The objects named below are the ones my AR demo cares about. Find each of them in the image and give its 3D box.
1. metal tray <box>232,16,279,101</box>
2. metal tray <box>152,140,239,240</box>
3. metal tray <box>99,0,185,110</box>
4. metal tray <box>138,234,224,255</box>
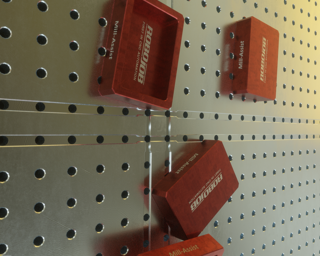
[{"bbox_3d":[0.170,-0.118,0.547,0.091,0.030,0.129,7,85,-40],"label":"metal tray"},{"bbox_3d":[0.057,0.088,0.453,0.131,0.030,0.090,-39,114,-33],"label":"metal tray"},{"bbox_3d":[-0.019,-0.094,0.388,0.091,0.030,0.129,14,81,-39],"label":"metal tray"},{"bbox_3d":[0.017,0.192,0.397,0.131,0.030,0.089,2,113,-40],"label":"metal tray"}]
